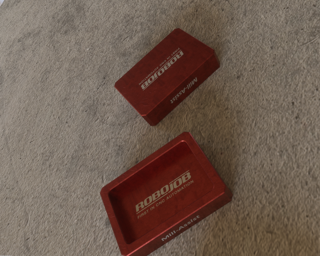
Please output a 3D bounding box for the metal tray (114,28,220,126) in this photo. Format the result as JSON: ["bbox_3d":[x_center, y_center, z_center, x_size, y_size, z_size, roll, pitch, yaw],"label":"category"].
[{"bbox_3d":[0.008,-0.075,0.443,0.130,0.030,0.090,-42,51,-1],"label":"metal tray"}]

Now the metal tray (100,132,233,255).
[{"bbox_3d":[0.003,0.075,0.352,0.130,0.030,0.090,-35,51,5],"label":"metal tray"}]
